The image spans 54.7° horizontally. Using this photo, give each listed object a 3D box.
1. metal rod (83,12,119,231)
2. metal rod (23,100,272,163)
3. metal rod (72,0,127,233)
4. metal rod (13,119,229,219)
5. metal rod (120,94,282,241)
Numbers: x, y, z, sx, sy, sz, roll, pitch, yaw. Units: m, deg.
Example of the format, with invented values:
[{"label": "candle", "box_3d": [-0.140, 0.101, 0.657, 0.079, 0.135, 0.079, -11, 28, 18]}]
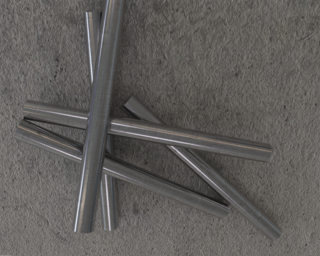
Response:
[{"label": "metal rod", "box_3d": [-0.075, 0.005, 0.410, 0.025, 0.025, 0.298, -1, 110, 0]}, {"label": "metal rod", "box_3d": [-0.012, 0.005, 0.383, 0.302, 0.025, 0.025, 10, 110, -4]}, {"label": "metal rod", "box_3d": [-0.067, -0.031, 0.351, 0.025, 0.025, 0.298, 8, 93, -3]}, {"label": "metal rod", "box_3d": [-0.037, 0.061, 0.410, 0.302, 0.025, 0.025, 25, 108, -18]}, {"label": "metal rod", "box_3d": [0.066, 0.063, 0.433, 0.300, 0.025, 0.025, 42, 105, -14]}]
